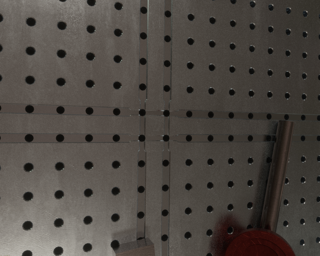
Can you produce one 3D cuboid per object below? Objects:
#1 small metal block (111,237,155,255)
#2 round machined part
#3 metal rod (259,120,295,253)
[{"bbox_3d":[-0.033,0.176,0.402,0.050,0.025,0.050,-7,93,-20],"label":"small metal block"},{"bbox_3d":[0.143,0.193,0.441,0.098,0.042,0.097,-3,81,19],"label":"round machined part"},{"bbox_3d":[0.170,0.136,0.477,0.025,0.025,0.298,13,86,-20],"label":"metal rod"}]
